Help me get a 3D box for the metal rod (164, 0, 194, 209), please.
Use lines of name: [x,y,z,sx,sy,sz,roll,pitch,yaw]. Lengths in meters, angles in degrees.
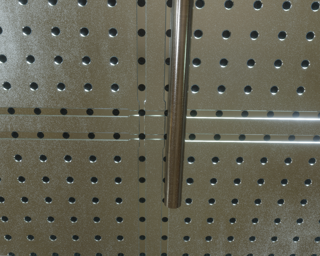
metal rod: [0.023,-0.028,0.403,0.025,0.025,0.298,1,110,-1]
